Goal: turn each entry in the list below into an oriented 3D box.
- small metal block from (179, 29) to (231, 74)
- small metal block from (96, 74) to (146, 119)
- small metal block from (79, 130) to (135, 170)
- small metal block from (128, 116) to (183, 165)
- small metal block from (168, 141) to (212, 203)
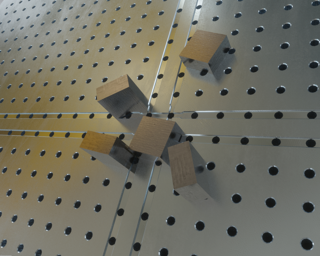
[{"bbox_3d":[0.064,-0.109,0.441,0.050,0.025,0.050,25,75,36],"label":"small metal block"},{"bbox_3d":[-0.056,-0.044,0.447,0.050,0.050,0.025,-23,54,14],"label":"small metal block"},{"bbox_3d":[-0.068,0.029,0.408,0.050,0.050,0.025,10,67,32],"label":"small metal block"},{"bbox_3d":[-0.006,0.015,0.401,0.050,0.025,0.050,11,67,32],"label":"small metal block"},{"bbox_3d":[0.033,0.050,0.344,0.025,0.050,0.050,-20,54,17],"label":"small metal block"}]
